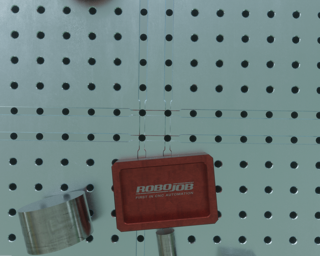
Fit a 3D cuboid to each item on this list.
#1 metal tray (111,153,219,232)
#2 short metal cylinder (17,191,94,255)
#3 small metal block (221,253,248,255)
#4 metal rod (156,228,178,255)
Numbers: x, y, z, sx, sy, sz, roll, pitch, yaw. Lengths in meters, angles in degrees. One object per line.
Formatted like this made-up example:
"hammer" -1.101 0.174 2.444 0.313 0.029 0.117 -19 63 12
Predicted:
"metal tray" 0.006 0.083 0.410 0.131 0.030 0.089 -5 90 -1
"short metal cylinder" -0.128 0.115 0.384 0.080 0.080 0.050 -13 90 0
"small metal block" 0.107 0.200 0.415 0.050 0.025 0.050 7 90 -1
"metal rod" 0.027 0.286 0.413 0.025 0.025 0.298 -8 90 0
